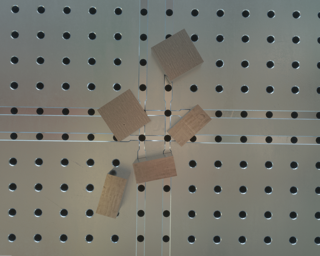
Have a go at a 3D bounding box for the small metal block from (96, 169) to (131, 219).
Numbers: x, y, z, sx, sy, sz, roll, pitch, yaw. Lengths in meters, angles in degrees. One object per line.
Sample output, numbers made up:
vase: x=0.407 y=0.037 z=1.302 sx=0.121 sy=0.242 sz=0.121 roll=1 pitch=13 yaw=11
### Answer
small metal block: x=-0.059 y=0.083 z=0.400 sx=0.025 sy=0.050 sz=0.050 roll=16 pitch=90 yaw=0

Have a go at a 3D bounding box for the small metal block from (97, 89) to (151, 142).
small metal block: x=-0.047 y=-0.016 z=0.413 sx=0.050 sy=0.025 sz=0.050 roll=-34 pitch=90 yaw=0

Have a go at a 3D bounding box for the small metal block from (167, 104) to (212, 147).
small metal block: x=0.036 y=-0.003 z=0.401 sx=0.050 sy=0.050 sz=0.025 roll=-43 pitch=91 yaw=0

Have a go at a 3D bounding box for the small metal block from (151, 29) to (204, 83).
small metal block: x=0.023 y=-0.095 z=0.414 sx=0.050 sy=0.025 sz=0.050 roll=-30 pitch=90 yaw=-1

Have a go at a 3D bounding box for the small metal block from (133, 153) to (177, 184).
small metal block: x=-0.006 y=0.051 z=0.401 sx=0.050 sy=0.050 sz=0.025 roll=-11 pitch=90 yaw=0
